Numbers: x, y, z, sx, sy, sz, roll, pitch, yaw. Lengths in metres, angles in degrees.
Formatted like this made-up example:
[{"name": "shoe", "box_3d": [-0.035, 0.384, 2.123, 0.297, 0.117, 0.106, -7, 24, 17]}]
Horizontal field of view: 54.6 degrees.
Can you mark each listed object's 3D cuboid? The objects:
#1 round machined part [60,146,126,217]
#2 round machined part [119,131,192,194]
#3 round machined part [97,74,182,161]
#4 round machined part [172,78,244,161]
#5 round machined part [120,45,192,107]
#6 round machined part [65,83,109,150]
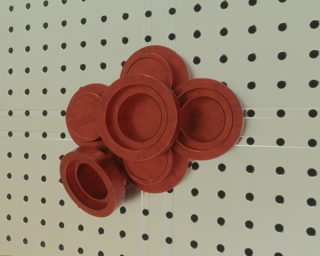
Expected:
[{"name": "round machined part", "box_3d": [-0.085, 0.068, 0.420, 0.098, 0.042, 0.097, 15, 120, 28]}, {"name": "round machined part", "box_3d": [-0.010, 0.038, 0.407, 0.098, 0.042, 0.097, 0, 90, 20]}, {"name": "round machined part", "box_3d": [-0.021, -0.012, 0.366, 0.098, 0.042, 0.097, 0, 90, 20]}, {"name": "round machined part", "box_3d": [0.054, -0.010, 0.384, 0.098, 0.042, 0.097, 0, 90, 20]}, {"name": "round machined part", "box_3d": [-0.010, -0.060, 0.408, 0.098, 0.042, 0.097, 0, 90, 20]}, {"name": "round machined part", "box_3d": [-0.092, -0.014, 0.437, 0.098, 0.042, 0.097, 0, 90, 20]}]
